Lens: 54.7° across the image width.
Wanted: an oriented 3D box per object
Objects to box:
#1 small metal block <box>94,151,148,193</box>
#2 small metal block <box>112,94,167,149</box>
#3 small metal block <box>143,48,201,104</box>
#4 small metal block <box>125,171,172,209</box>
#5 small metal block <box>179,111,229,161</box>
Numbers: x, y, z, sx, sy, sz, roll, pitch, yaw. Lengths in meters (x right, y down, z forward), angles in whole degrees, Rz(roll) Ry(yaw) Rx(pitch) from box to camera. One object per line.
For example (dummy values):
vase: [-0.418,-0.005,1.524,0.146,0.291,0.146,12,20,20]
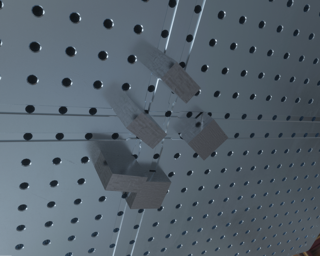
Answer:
small metal block: [-0.052,0.057,0.404,0.050,0.050,0.025,12,112,-34]
small metal block: [-0.025,-0.008,0.378,0.025,0.050,0.050,-46,130,3]
small metal block: [0.014,-0.062,0.366,0.025,0.050,0.050,-47,130,4]
small metal block: [-0.018,0.093,0.460,0.050,0.025,0.050,8,114,-33]
small metal block: [0.065,0.012,0.457,0.050,0.025,0.050,-44,130,2]
